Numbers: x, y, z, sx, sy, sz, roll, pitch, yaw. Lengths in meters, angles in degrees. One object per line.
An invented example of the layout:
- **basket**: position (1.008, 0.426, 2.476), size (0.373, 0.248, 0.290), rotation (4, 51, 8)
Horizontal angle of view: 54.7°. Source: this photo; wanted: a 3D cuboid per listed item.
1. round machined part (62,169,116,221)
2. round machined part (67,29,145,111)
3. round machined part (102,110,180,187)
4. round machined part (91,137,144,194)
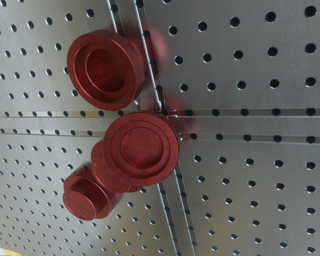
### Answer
- **round machined part**: position (-0.130, 0.123, 0.542), size (0.098, 0.042, 0.097), rotation (13, 124, 20)
- **round machined part**: position (-0.062, -0.074, 0.386), size (0.098, 0.042, 0.097), rotation (13, 124, 20)
- **round machined part**: position (-0.022, 0.024, 0.409), size (0.099, 0.042, 0.097), rotation (1, 101, 6)
- **round machined part**: position (-0.064, 0.060, 0.469), size (0.098, 0.042, 0.097), rotation (13, 124, 20)
